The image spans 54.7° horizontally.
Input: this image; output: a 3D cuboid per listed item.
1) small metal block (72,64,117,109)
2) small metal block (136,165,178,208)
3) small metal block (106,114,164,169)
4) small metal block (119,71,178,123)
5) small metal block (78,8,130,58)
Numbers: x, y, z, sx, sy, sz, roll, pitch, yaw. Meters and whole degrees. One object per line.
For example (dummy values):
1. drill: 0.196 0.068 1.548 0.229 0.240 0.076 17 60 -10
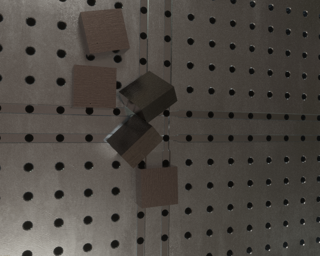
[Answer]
1. small metal block: -0.082 -0.049 0.383 0.050 0.025 0.050 1 90 -21
2. small metal block: -0.004 0.076 0.412 0.050 0.025 0.050 -2 91 -20
3. small metal block: -0.032 0.015 0.383 0.050 0.050 0.025 -44 124 -9
4. small metal block: -0.015 -0.040 0.392 0.050 0.050 0.025 -38 140 -17
5. small metal block: -0.070 -0.118 0.387 0.050 0.025 0.050 -14 95 -20
